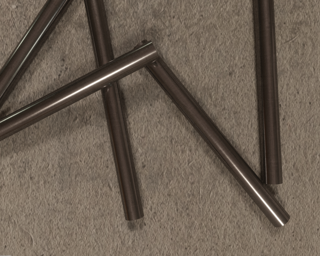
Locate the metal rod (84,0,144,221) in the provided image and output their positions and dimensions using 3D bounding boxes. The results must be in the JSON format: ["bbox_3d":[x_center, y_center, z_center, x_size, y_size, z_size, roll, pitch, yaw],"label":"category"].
[{"bbox_3d":[-0.061,-0.028,0.409,0.025,0.025,0.298,-11,90,0],"label":"metal rod"}]

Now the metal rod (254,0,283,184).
[{"bbox_3d":[0.143,-0.076,0.411,0.025,0.025,0.298,-3,90,-1],"label":"metal rod"}]

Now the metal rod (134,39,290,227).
[{"bbox_3d":[0.067,0.008,0.410,0.025,0.025,0.300,-39,91,0],"label":"metal rod"}]

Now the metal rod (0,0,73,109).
[{"bbox_3d":[-0.157,-0.130,0.407,0.025,0.025,0.299,34,90,-1],"label":"metal rod"}]

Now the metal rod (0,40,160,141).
[{"bbox_3d":[-0.140,-0.029,0.391,0.301,0.025,0.025,-26,90,6],"label":"metal rod"}]
